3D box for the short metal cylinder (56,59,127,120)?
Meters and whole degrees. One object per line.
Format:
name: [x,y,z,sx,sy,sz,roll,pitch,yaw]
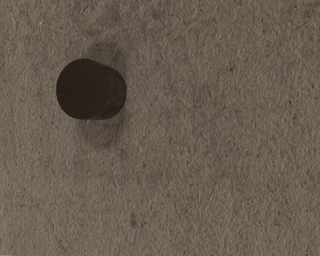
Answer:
short metal cylinder: [-0.094,-0.051,0.427,0.080,0.050,0.079,0,90,19]
